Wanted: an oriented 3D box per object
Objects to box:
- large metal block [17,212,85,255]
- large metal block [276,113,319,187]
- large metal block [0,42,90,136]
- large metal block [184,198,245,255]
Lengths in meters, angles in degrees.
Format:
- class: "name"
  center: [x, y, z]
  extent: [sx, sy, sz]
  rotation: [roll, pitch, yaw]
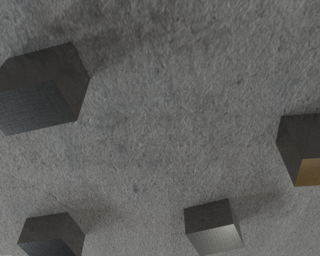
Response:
- class: "large metal block"
  center: [-0.193, 0.201, 0.560]
  extent: [0.080, 0.050, 0.080]
  rotation: [-11, 130, 8]
- class: "large metal block"
  center: [0.204, 0.025, 0.396]
  extent: [0.080, 0.080, 0.050]
  rotation: [-4, 130, 3]
- class: "large metal block"
  center: [-0.129, -0.043, 0.332]
  extent: [0.080, 0.080, 0.050]
  rotation: [-12, 129, 9]
- class: "large metal block"
  center: [0.094, 0.175, 0.542]
  extent: [0.080, 0.050, 0.080]
  rotation: [-18, 128, 14]
